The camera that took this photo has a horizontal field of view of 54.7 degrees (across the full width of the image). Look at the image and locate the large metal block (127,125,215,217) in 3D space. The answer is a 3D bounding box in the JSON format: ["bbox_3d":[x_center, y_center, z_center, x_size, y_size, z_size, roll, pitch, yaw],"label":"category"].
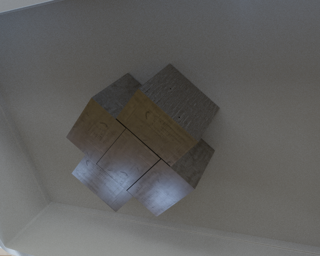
[{"bbox_3d":[0.015,0.054,0.397,0.050,0.080,0.080,42,129,-1],"label":"large metal block"}]

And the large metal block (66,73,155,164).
[{"bbox_3d":[-0.061,-0.013,0.394,0.050,0.080,0.080,42,129,-1],"label":"large metal block"}]

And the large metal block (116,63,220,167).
[{"bbox_3d":[0.012,-0.017,0.354,0.080,0.080,0.050,42,129,-1],"label":"large metal block"}]

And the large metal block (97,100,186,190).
[{"bbox_3d":[-0.023,0.020,0.395,0.050,0.080,0.080,42,129,-1],"label":"large metal block"}]

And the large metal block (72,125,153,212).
[{"bbox_3d":[-0.060,0.055,0.436,0.080,0.080,0.050,42,129,-1],"label":"large metal block"}]
